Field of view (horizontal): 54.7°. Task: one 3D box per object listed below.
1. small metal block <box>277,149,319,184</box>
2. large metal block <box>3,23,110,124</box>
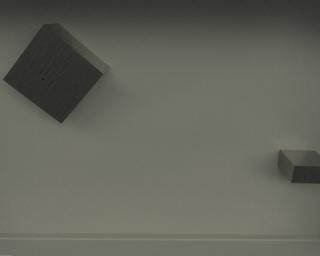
[{"bbox_3d":[0.195,0.051,0.420,0.050,0.050,0.025,2,110,-1],"label":"small metal block"},{"bbox_3d":[-0.121,-0.066,0.372,0.080,0.050,0.080,40,105,-14],"label":"large metal block"}]
